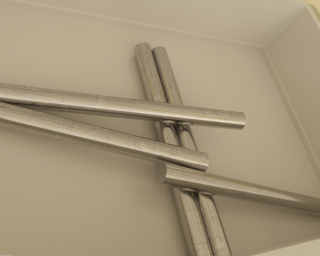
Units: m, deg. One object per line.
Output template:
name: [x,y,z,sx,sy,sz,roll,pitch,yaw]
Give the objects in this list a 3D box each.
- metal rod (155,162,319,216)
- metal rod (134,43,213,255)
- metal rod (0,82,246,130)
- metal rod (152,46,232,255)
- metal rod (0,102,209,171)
metal rod: [0.131,0.086,0.402,0.302,0.025,0.025,16,55,-26]
metal rod: [0.010,0.013,0.401,0.025,0.025,0.299,-1,62,-29]
metal rod: [-0.034,-0.023,0.376,0.302,0.025,0.025,6,59,-18]
metal rod: [0.034,0.015,0.412,0.025,0.025,0.299,-1,62,-29]
metal rod: [-0.088,0.006,0.338,0.302,0.025,0.025,15,56,-14]
